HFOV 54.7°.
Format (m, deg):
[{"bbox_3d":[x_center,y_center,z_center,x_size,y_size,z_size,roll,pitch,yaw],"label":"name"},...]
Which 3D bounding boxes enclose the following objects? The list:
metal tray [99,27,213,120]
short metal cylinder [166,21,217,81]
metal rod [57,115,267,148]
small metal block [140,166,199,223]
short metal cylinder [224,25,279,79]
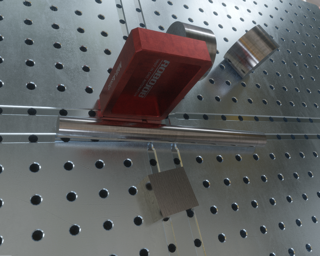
[{"bbox_3d":[-0.011,-0.055,0.369,0.091,0.129,0.030,3,61,-27],"label":"metal tray"},{"bbox_3d":[0.040,-0.113,0.464,0.050,0.080,0.080,5,60,-26],"label":"short metal cylinder"},{"bbox_3d":[0.021,0.008,0.413,0.302,0.025,0.025,4,60,-26],"label":"metal rod"},{"bbox_3d":[0.011,0.078,0.366,0.050,0.025,0.050,-9,66,-32],"label":"small metal block"},{"bbox_3d":[0.158,-0.132,0.538,0.081,0.080,0.050,-35,82,-38],"label":"short metal cylinder"}]
